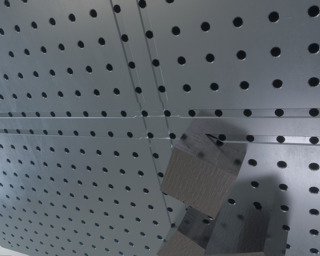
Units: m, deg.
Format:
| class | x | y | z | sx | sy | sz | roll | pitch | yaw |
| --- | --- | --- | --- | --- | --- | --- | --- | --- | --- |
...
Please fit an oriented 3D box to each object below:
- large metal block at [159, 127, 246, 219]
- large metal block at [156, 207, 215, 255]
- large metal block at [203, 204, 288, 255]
| class | x | y | z | sx | sy | sz | roll | pitch | yaw |
| --- | --- | --- | --- | --- | --- | --- | --- | --- | --- |
| large metal block | 0.054 | 0.057 | 0.403 | 0.080 | 0.050 | 0.079 | 25 | 127 | 12 |
| large metal block | 0.053 | 0.182 | 0.480 | 0.080 | 0.050 | 0.080 | 34 | 129 | 6 |
| large metal block | 0.115 | 0.153 | 0.409 | 0.080 | 0.080 | 0.050 | -21 | 107 | 36 |
